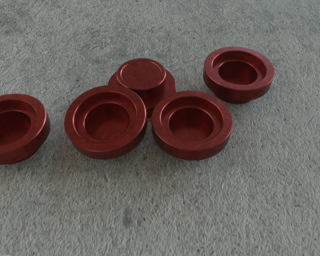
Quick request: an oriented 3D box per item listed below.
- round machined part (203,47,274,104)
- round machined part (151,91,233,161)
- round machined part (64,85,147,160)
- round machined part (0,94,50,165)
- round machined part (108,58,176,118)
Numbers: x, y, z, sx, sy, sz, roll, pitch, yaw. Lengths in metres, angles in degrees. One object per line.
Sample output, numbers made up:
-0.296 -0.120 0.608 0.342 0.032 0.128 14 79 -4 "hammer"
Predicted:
0.112 -0.073 0.454 0.099 0.042 0.098 0 50 0 "round machined part"
0.039 0.001 0.391 0.099 0.042 0.098 0 50 0 "round machined part"
-0.065 -0.003 0.389 0.099 0.042 0.098 -2 57 3 "round machined part"
-0.187 0.006 0.386 0.099 0.042 0.098 0 50 0 "round machined part"
-0.026 -0.063 0.445 0.099 0.042 0.098 0 50 0 "round machined part"
